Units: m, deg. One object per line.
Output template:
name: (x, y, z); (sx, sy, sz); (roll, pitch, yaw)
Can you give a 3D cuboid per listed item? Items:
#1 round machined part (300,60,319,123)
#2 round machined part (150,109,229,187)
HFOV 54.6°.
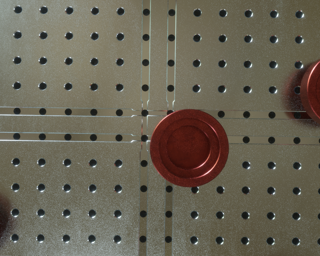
round machined part: (0.232, -0.048, 0.406); (0.099, 0.042, 0.097); (0, 90, 0)
round machined part: (0.037, 0.025, 0.405); (0.099, 0.042, 0.097); (0, 90, 0)
